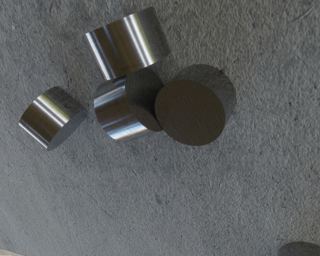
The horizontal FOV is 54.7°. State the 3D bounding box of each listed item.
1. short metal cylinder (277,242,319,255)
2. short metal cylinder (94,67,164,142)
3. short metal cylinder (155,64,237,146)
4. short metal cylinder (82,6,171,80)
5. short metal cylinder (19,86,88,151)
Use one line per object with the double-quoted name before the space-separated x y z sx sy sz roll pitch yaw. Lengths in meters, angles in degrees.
"short metal cylinder" 0.195 0.199 0.411 0.080 0.050 0.079 13 124 21
"short metal cylinder" -0.031 -0.028 0.370 0.050 0.080 0.080 -19 108 35
"short metal cylinder" 0.041 -0.026 0.353 0.080 0.050 0.079 13 124 21
"short metal cylinder" -0.035 -0.091 0.333 0.080 0.080 0.050 -10 114 32
"short metal cylinder" -0.150 -0.013 0.443 0.050 0.080 0.080 41 129 0
